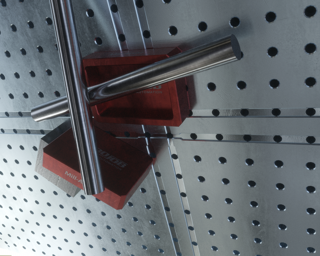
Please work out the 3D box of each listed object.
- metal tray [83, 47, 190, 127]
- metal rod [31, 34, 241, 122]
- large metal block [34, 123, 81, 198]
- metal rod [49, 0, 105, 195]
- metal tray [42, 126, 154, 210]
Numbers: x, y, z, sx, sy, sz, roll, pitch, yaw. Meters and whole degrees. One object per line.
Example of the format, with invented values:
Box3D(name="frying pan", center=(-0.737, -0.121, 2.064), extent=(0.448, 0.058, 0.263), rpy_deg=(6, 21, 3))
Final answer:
Box3D(name="metal tray", center=(-0.033, -0.050, 0.392), extent=(0.130, 0.030, 0.089), rpy_deg=(3, 120, 26))
Box3D(name="metal rod", center=(-0.053, -0.048, 0.368), extent=(0.300, 0.025, 0.025), rpy_deg=(-13, 112, 33))
Box3D(name="large metal block", center=(-0.150, 0.053, 0.504), extent=(0.080, 0.050, 0.079), rpy_deg=(33, 129, 6))
Box3D(name="metal rod", center=(-0.102, -0.068, 0.362), extent=(0.025, 0.025, 0.298), rpy_deg=(-4, 98, 30))
Box3D(name="metal tray", center=(-0.087, 0.048, 0.442), extent=(0.130, 0.090, 0.030), rpy_deg=(27, 128, 10))
